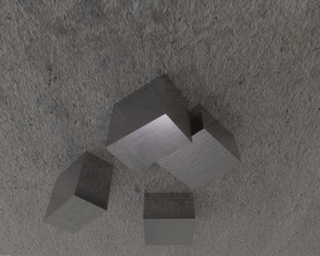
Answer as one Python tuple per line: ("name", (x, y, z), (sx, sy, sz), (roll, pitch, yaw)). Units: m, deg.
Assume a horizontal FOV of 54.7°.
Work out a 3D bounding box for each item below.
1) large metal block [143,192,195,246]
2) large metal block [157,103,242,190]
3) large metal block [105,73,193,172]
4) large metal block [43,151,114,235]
("large metal block", (0.015, 0.154, 0.522), (0.081, 0.050, 0.079), (-1, 130, 0))
("large metal block", (0.048, 0.027, 0.414), (0.080, 0.050, 0.080), (-35, 122, 26))
("large metal block", (-0.012, -0.007, 0.365), (0.080, 0.080, 0.050), (-29, 125, 22))
("large metal block", (-0.116, 0.094, 0.450), (0.050, 0.080, 0.080), (35, 122, -26))
